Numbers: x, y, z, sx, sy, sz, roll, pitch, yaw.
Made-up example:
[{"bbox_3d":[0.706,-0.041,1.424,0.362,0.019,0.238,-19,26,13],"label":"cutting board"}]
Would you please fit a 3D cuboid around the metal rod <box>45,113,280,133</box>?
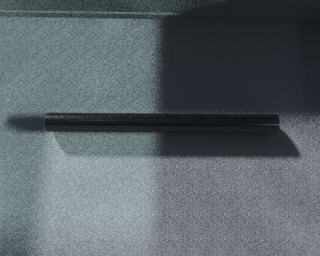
[{"bbox_3d":[0.003,-0.007,0.410,0.302,0.025,0.025,0,70,-1],"label":"metal rod"}]
